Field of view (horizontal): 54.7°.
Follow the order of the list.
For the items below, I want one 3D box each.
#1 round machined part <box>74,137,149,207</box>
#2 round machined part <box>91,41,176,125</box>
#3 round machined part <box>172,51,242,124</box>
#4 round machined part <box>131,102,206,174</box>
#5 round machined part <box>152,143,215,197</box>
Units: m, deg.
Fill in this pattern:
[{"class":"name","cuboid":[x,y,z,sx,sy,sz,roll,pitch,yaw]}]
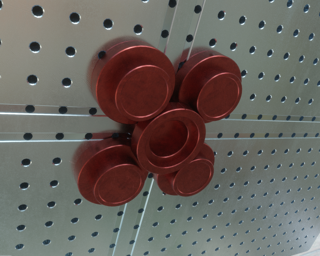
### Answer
[{"class":"round machined part","cuboid":[-0.059,0.065,0.410,0.099,0.042,0.097,-14,125,-21]},{"class":"round machined part","cuboid":[-0.025,-0.046,0.358,0.099,0.042,0.097,-14,125,-21]},{"class":"round machined part","cuboid":[0.068,-0.048,0.409,0.099,0.042,0.097,-14,125,-21]},{"class":"round machined part","cuboid":[0.008,0.009,0.410,0.099,0.042,0.097,-14,125,-21]},{"class":"round machined part","cuboid":[0.041,0.063,0.463,0.099,0.042,0.097,-14,125,-21]}]
